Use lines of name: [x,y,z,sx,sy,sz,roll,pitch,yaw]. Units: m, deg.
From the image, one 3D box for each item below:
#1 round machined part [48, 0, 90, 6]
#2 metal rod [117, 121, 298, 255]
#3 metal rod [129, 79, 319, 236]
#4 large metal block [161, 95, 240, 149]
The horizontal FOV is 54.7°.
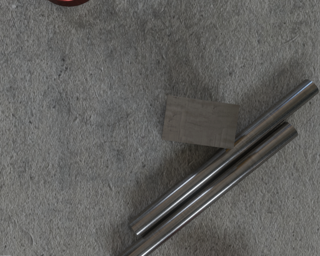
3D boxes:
round machined part: [-0.124,-0.213,0.400,0.099,0.042,0.097,0,90,-1]
metal rod: [0.057,0.095,0.410,0.300,0.025,0.025,-39,91,-1]
metal rod: [0.084,0.039,0.411,0.300,0.025,0.025,-39,91,-1]
large metal block: [0.045,-0.007,0.383,0.081,0.080,0.050,8,90,-1]
